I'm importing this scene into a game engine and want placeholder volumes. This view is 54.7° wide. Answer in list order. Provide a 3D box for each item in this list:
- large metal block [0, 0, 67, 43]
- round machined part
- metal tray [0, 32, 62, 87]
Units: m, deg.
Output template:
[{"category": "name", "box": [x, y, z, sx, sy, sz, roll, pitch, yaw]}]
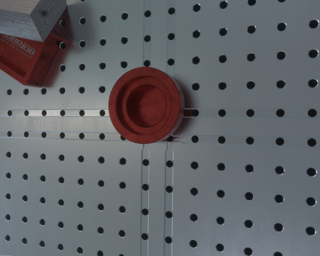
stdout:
[{"category": "large metal block", "box": [-0.193, -0.176, 0.442, 0.080, 0.050, 0.080, 14, 63, 9]}, {"category": "round machined part", "box": [-0.015, -0.029, 0.409, 0.098, 0.042, 0.097, 0, 90, 20]}, {"category": "metal tray", "box": [-0.229, -0.133, 0.490, 0.130, 0.030, 0.090, 32, 100, 17]}]
